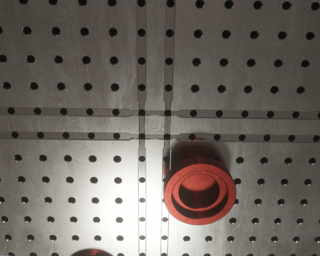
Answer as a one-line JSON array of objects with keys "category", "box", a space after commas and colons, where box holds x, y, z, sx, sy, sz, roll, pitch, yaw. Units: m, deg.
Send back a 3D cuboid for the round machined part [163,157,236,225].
[{"category": "round machined part", "box": [0.054, 0.084, 0.436, 0.099, 0.042, 0.097, 0, 110, -1]}]
